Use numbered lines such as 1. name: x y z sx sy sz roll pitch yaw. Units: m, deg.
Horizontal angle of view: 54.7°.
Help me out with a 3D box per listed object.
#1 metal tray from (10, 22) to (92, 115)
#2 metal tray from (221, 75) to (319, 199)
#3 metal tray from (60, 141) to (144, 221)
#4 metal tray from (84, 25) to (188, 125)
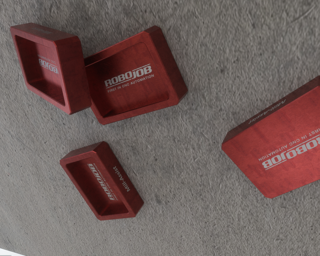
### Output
1. metal tray: -0.142 -0.080 0.398 0.130 0.030 0.089 26 131 40
2. metal tray: 0.145 0.016 0.337 0.090 0.030 0.129 48 129 -6
3. metal tray: -0.095 0.091 0.509 0.090 0.030 0.130 -17 110 35
4. metal tray: -0.041 -0.060 0.387 0.130 0.030 0.090 -14 112 33
